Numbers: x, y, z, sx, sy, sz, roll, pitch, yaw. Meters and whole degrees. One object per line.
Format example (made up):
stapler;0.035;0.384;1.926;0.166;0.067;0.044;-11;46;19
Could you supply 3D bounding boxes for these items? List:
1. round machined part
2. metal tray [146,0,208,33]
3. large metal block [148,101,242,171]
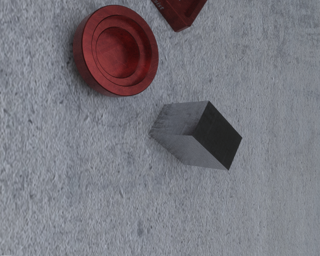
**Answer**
round machined part;-0.052;-0.083;0.349;0.099;0.042;0.097;0;90;-40
metal tray;0.009;-0.208;0.422;0.130;0.030;0.090;43;62;-26
large metal block;0.046;0.010;0.408;0.080;0.080;0.050;42;65;-32
